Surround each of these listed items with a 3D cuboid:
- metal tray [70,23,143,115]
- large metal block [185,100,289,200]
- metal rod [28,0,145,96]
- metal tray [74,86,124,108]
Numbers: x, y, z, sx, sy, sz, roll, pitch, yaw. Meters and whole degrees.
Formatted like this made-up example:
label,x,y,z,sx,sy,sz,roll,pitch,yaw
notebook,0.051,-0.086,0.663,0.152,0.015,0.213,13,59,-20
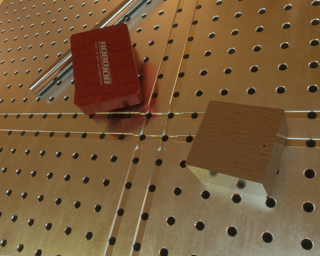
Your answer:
label,x,y,z,sx,sy,sz,roll,pitch,yaw
metal tray,-0.082,-0.091,0.466,0.091,0.030,0.130,-12,67,1
large metal block,0.085,0.021,0.334,0.080,0.050,0.080,11,67,32
metal rod,-0.122,-0.170,0.573,0.300,0.025,0.025,-43,51,-2
metal tray,-0.092,-0.094,0.509,0.090,0.030,0.130,-18,55,17
